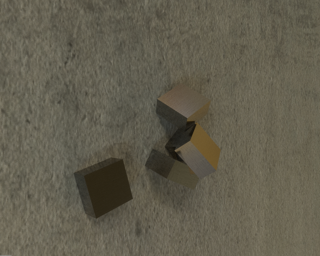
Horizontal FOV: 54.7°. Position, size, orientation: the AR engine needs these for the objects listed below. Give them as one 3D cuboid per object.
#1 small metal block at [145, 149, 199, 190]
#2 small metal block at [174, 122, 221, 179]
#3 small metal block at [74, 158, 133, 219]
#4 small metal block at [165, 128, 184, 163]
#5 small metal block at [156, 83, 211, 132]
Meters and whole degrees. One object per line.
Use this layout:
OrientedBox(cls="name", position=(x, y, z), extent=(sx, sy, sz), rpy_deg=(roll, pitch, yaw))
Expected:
OrientedBox(cls="small metal block", position=(0.017, 0.053, 0.402), extent=(0.050, 0.050, 0.025), rpy_deg=(29, 85, -37))
OrientedBox(cls="small metal block", position=(0.050, 0.028, 0.397), extent=(0.050, 0.025, 0.050), rpy_deg=(49, 30, -10))
OrientedBox(cls="small metal block", position=(-0.064, 0.067, 0.353), extent=(0.050, 0.025, 0.050), rpy_deg=(-21, 104, -38))
OrientedBox(cls="small metal block", position=(0.042, 0.026, 0.442), extent=(0.050, 0.025, 0.050), rpy_deg=(-51, 120, -28))
OrientedBox(cls="small metal block", position=(0.031, -0.029, 0.413), extent=(0.050, 0.050, 0.025), rpy_deg=(-37, 149, -34))
